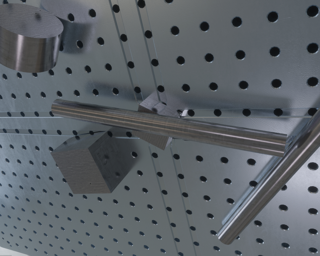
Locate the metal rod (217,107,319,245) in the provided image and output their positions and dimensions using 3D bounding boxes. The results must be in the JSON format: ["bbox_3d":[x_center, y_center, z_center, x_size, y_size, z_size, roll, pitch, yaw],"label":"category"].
[{"bbox_3d":[0.143,0.053,0.368,0.025,0.025,0.298,30,128,9],"label":"metal rod"}]

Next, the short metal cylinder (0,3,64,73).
[{"bbox_3d":[-0.169,-0.115,0.393,0.080,0.080,0.050,32,129,7],"label":"short metal cylinder"}]

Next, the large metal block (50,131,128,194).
[{"bbox_3d":[-0.110,0.056,0.488,0.080,0.050,0.080,-9,114,32],"label":"large metal block"}]

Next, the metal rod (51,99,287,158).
[{"bbox_3d":[-0.007,-0.005,0.379,0.301,0.025,0.025,10,123,22],"label":"metal rod"}]

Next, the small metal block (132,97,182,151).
[{"bbox_3d":[-0.005,-0.006,0.410,0.050,0.025,0.050,27,128,11],"label":"small metal block"}]
